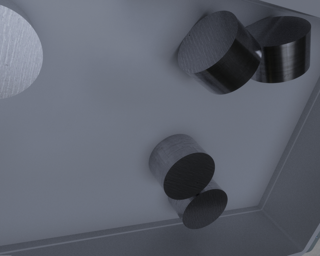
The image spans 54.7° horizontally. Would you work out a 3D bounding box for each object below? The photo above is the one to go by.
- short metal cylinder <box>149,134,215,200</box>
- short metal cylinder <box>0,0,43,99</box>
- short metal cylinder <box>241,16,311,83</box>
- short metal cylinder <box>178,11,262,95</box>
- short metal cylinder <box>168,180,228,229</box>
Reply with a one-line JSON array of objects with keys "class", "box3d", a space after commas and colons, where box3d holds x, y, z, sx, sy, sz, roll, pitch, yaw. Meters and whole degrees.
[{"class": "short metal cylinder", "box3d": [0.031, 0.055, 0.443, 0.081, 0.050, 0.079, -14, 124, -21]}, {"class": "short metal cylinder", "box3d": [-0.147, -0.071, 0.268, 0.081, 0.050, 0.079, -14, 124, -21]}, {"class": "short metal cylinder", "box3d": [0.146, -0.100, 0.390, 0.080, 0.080, 0.050, -28, 128, -11]}, {"class": "short metal cylinder", "box3d": [0.068, -0.085, 0.357, 0.050, 0.080, 0.080, 31, 101, -38]}, {"class": "short metal cylinder", "box3d": [0.060, 0.114, 0.495, 0.081, 0.050, 0.079, -14, 124, -21]}]
